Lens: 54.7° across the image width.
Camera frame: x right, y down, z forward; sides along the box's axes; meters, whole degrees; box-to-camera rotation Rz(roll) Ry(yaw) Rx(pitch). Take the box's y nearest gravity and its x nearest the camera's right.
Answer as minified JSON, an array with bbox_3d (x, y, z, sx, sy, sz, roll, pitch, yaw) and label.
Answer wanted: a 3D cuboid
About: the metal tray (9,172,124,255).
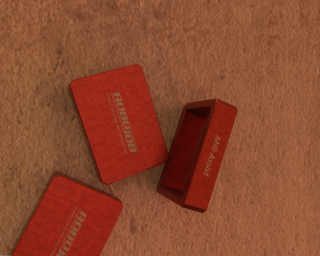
[{"bbox_3d":[-0.113,0.129,0.365,0.090,0.030,0.130,29,80,-18],"label":"metal tray"}]

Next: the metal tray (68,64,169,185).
[{"bbox_3d":[-0.051,-0.006,0.388,0.091,0.030,0.129,-19,97,-19],"label":"metal tray"}]

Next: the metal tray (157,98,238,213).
[{"bbox_3d":[0.043,0.031,0.391,0.030,0.090,0.129,21,83,-19],"label":"metal tray"}]
